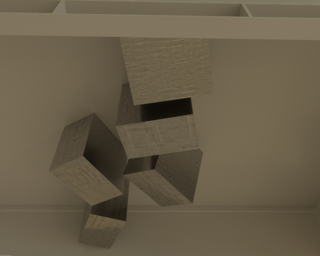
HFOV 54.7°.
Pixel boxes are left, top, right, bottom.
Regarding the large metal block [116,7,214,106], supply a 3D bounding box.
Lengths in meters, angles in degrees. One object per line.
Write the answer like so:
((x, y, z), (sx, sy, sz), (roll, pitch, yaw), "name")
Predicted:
((0.008, -0.074, 0.316), (0.080, 0.050, 0.079), (-8, 113, 6), "large metal block")

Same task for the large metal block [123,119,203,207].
((0.008, 0.046, 0.405), (0.050, 0.080, 0.080), (-16, 131, 36), "large metal block")

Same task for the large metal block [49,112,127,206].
((-0.088, 0.041, 0.407), (0.050, 0.080, 0.080), (-24, 127, 18), "large metal block")

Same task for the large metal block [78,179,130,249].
((-0.086, 0.125, 0.479), (0.050, 0.080, 0.079), (17, 128, -14), "large metal block")

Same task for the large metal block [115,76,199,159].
((-0.002, -0.015, 0.360), (0.080, 0.080, 0.050), (-9, 130, 7), "large metal block")
